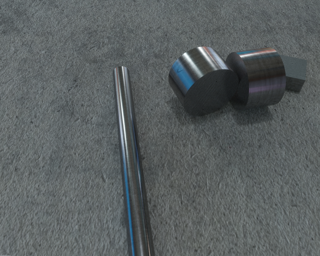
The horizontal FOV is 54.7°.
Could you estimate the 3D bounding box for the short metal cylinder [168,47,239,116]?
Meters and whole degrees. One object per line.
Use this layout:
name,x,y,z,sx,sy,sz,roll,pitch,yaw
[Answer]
short metal cylinder,0.058,-0.062,0.421,0.081,0.080,0.050,-17,52,-14

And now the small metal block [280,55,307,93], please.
small metal block,0.195,-0.086,0.478,0.050,0.025,0.050,15,52,12

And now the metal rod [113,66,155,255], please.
metal rod,-0.037,0.029,0.378,0.025,0.025,0.300,-7,50,-6

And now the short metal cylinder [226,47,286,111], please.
short metal cylinder,0.127,-0.067,0.426,0.050,0.080,0.080,-10,51,-9
